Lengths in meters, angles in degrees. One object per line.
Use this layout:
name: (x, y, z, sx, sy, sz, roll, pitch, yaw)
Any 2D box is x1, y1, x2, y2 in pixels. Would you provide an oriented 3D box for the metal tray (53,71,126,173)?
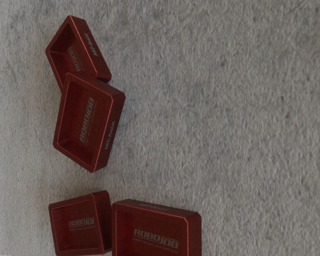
metal tray: (-0.110, -0.009, 0.465, 0.090, 0.030, 0.129, 29, 116, 21)

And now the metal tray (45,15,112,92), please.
metal tray: (-0.138, -0.107, 0.512, 0.090, 0.030, 0.130, -41, 66, 32)

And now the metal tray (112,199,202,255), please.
metal tray: (-0.009, 0.148, 0.406, 0.130, 0.030, 0.089, -1, 90, 39)

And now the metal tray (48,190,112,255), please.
metal tray: (-0.129, 0.158, 0.504, 0.130, 0.030, 0.090, -21, 77, 37)
